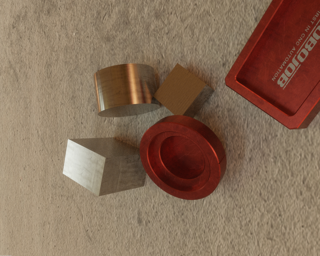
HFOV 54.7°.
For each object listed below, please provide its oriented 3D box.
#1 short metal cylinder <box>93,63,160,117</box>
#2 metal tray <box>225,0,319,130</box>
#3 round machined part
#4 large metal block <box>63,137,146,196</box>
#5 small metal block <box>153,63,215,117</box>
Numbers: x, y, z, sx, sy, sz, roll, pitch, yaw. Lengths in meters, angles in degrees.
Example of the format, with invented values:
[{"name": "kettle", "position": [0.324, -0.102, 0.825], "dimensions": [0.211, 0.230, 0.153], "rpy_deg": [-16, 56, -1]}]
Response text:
[{"name": "short metal cylinder", "position": [-0.044, -0.047, 0.405], "dimensions": [0.080, 0.081, 0.050], "rpy_deg": [-14, 81, 39]}, {"name": "metal tray", "position": [0.132, -0.074, 0.292], "dimensions": [0.090, 0.030, 0.129], "rpy_deg": [43, 116, 31]}, {"name": "round machined part", "position": [0.029, 0.030, 0.354], "dimensions": [0.098, 0.042, 0.097], "rpy_deg": [14, 121, 26]}, {"name": "large metal block", "position": [-0.074, 0.049, 0.430], "dimensions": [0.080, 0.081, 0.050], "rpy_deg": [19, 102, 38]}, {"name": "small metal block", "position": [0.028, -0.042, 0.375], "dimensions": [0.050, 0.025, 0.050], "rpy_deg": [43, 102, 31]}]
